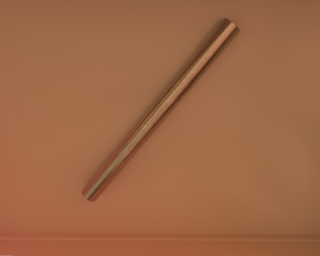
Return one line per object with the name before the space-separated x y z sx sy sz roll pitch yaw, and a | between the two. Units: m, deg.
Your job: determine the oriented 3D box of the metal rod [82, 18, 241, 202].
metal rod | -0.008 -0.013 0.406 0.025 0.025 0.299 37 106 -13
